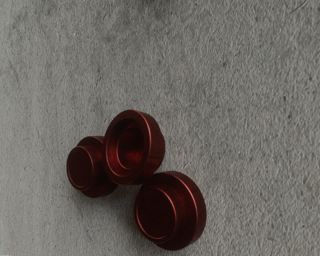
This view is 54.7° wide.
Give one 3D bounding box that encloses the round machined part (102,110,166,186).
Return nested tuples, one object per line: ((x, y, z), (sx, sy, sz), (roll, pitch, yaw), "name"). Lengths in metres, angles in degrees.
((-0.031, 0.027, 0.412), (0.098, 0.042, 0.098), (-12, 72, 43), "round machined part")

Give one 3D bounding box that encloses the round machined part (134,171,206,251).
((0.005, 0.105, 0.390), (0.098, 0.042, 0.097), (0, 90, 40), "round machined part")

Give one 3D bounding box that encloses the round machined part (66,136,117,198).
((-0.109, 0.061, 0.485), (0.098, 0.042, 0.097), (0, 90, 40), "round machined part")
